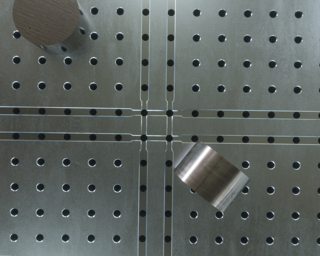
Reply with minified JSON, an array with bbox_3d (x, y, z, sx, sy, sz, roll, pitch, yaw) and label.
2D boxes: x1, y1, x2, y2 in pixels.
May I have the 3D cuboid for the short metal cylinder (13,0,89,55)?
[{"bbox_3d":[-0.138,-0.140,0.399,0.081,0.050,0.079,0,90,0],"label":"short metal cylinder"}]

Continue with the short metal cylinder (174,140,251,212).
[{"bbox_3d":[0.064,0.059,0.386,0.080,0.080,0.050,38,90,0],"label":"short metal cylinder"}]
